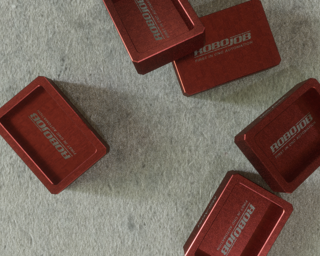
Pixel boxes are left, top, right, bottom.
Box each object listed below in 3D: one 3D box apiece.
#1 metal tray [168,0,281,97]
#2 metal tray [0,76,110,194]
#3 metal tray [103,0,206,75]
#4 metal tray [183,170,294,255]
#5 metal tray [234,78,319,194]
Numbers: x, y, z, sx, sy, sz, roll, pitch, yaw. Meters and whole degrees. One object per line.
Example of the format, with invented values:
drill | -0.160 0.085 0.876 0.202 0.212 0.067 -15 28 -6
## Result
metal tray | 0.080 -0.104 0.409 0.131 0.030 0.090 -19 90 -1
metal tray | -0.142 0.009 0.405 0.090 0.030 0.130 -40 91 0
metal tray | -0.012 -0.139 0.383 0.090 0.030 0.130 -25 68 -1
metal tray | 0.101 0.133 0.408 0.090 0.030 0.130 30 90 -1
metal tray | 0.172 0.009 0.395 0.131 0.030 0.090 -38 90 -14
